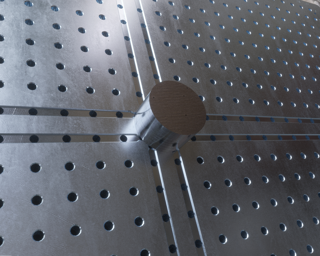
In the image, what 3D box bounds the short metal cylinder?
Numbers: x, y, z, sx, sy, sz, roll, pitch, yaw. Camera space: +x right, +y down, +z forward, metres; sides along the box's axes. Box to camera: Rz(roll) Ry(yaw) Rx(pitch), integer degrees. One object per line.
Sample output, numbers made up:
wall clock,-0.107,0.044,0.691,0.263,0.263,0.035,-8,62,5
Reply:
short metal cylinder,0.013,-0.015,0.408,0.081,0.050,0.080,13,56,-21
